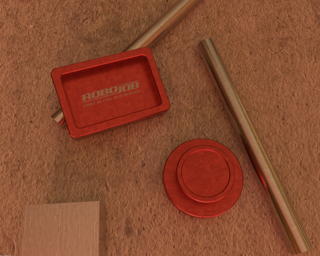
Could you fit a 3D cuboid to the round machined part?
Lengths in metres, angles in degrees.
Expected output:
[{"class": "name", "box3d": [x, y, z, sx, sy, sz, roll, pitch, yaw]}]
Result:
[{"class": "round machined part", "box3d": [0.053, 0.059, 0.378, 0.099, 0.042, 0.098, 0, 70, -1]}]

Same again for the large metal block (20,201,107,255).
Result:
[{"class": "large metal block", "box3d": [-0.104, 0.127, 0.347, 0.081, 0.050, 0.080, -3, 70, -2]}]

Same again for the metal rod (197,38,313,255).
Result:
[{"class": "metal rod", "box3d": [0.115, 0.009, 0.406, 0.025, 0.025, 0.299, -18, 71, -7]}]

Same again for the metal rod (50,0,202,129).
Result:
[{"class": "metal rod", "box3d": [-0.036, -0.112, 0.448, 0.025, 0.025, 0.301, 40, 74, 13]}]

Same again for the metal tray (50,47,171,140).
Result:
[{"class": "metal tray", "box3d": [-0.062, -0.045, 0.401, 0.131, 0.030, 0.090, -17, 85, -14]}]
